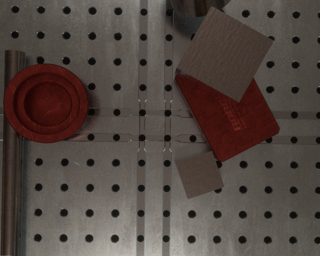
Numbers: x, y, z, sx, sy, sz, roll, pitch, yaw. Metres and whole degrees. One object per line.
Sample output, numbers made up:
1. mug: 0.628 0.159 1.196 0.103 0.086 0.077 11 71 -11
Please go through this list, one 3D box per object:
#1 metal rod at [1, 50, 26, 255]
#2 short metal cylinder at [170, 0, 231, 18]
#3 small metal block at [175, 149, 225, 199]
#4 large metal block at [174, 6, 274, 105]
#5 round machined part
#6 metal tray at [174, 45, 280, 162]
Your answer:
1. metal rod: -0.195 0.049 0.410 0.025 0.025 0.298 1 90 -1
2. short metal cylinder: 0.047 -0.182 0.381 0.080 0.050 0.080 -11 51 14
3. small metal block: 0.052 0.061 0.414 0.050 0.025 0.050 -19 90 0
4. large metal block: 0.073 -0.083 0.371 0.080 0.050 0.080 29 90 -1
5. round machined part: -0.142 -0.030 0.397 0.099 0.042 0.097 0 91 -12
6. metal tray: 0.087 -0.032 0.412 0.090 0.030 0.130 -28 90 -1
